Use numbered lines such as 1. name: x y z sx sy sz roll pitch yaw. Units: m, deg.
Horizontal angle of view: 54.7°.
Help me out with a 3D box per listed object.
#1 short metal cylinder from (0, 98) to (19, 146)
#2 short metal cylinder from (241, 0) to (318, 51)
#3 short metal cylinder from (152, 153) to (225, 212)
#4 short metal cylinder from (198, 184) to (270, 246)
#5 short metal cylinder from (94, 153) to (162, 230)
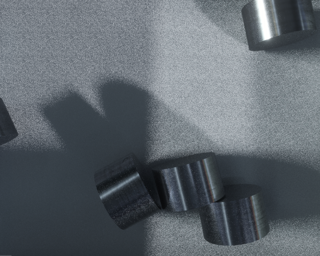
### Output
1. short metal cylinder: -0.226 0.001 0.382 0.080 0.080 0.050 -24 90 0
2. short metal cylinder: 0.147 -0.132 0.385 0.080 0.080 0.050 -11 90 0
3. short metal cylinder: 0.035 0.065 0.384 0.080 0.080 0.050 -15 90 0
4. short metal cylinder: 0.090 0.105 0.384 0.080 0.080 0.050 -11 90 0
5. short metal cylinder: -0.038 0.077 0.384 0.050 0.080 0.080 -28 90 0
